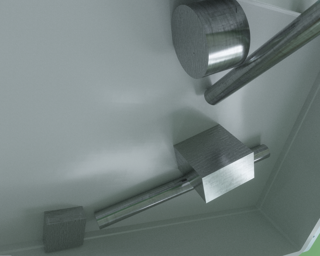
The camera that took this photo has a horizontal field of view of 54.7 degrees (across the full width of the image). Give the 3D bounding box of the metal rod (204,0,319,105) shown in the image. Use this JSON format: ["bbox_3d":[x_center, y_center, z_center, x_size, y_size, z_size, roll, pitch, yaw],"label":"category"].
[{"bbox_3d":[0.125,-0.085,0.295,0.025,0.025,0.299,-9,167,-24],"label":"metal rod"}]

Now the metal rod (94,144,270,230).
[{"bbox_3d":[0.046,0.087,0.489,0.302,0.025,0.025,-19,126,-18],"label":"metal rod"}]

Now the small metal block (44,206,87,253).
[{"bbox_3d":[-0.131,0.138,0.423,0.050,0.025,0.050,-2,119,-28],"label":"small metal block"}]

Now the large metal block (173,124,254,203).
[{"bbox_3d":[0.077,0.048,0.447,0.081,0.080,0.050,-24,128,-14],"label":"large metal block"}]

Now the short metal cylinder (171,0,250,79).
[{"bbox_3d":[0.054,-0.100,0.342,0.050,0.080,0.079,-20,127,-17],"label":"short metal cylinder"}]
